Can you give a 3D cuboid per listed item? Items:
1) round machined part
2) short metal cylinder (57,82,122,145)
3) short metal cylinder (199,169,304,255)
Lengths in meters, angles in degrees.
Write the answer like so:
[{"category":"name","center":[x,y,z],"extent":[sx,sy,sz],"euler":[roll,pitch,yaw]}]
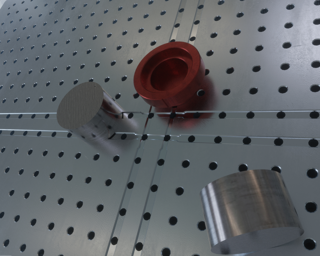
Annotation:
[{"category":"round machined part","center":[0.016,-0.069,0.431],"extent":[0.098,0.042,0.098],"euler":[-13,56,21]},{"category":"short metal cylinder","center":[-0.104,-0.022,0.460],"extent":[0.080,0.050,0.080],"euler":[-13,56,21]},{"category":"short metal cylinder","center":[0.080,0.079,0.282],"extent":[0.080,0.080,0.050],"euler":[-21,54,16]}]
